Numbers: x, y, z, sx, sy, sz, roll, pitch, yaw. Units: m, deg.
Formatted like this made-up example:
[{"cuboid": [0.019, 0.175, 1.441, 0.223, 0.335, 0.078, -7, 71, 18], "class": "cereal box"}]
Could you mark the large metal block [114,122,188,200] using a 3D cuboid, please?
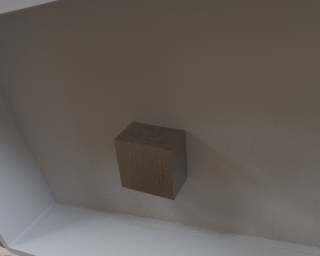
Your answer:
[{"cuboid": [-0.010, 0.043, 0.425, 0.080, 0.050, 0.080, 9, 123, 23], "class": "large metal block"}]
